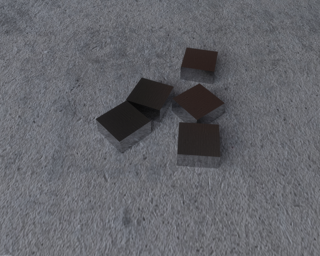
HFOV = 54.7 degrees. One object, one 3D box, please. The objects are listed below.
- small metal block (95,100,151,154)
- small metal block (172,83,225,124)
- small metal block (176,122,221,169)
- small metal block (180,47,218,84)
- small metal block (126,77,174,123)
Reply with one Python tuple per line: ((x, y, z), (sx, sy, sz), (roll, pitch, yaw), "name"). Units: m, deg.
((-0.047, -0.002, 0.405), (0.050, 0.025, 0.050), (-35, 58, -26), "small metal block")
((0.052, -0.029, 0.428), (0.050, 0.025, 0.050), (-31, 57, -23), "small metal block")
((0.047, 0.021, 0.386), (0.050, 0.025, 0.050), (4, 50, 3), "small metal block")
((0.062, -0.098, 0.486), (0.050, 0.025, 0.050), (10, 51, 8), "small metal block")
((-0.013, -0.040, 0.437), (0.050, 0.025, 0.050), (18, 52, 14), "small metal block")
